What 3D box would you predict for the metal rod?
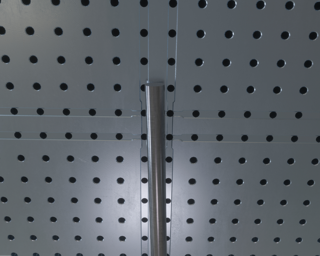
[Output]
[{"bbox_3d":[-0.004,0.085,0.444,0.025,0.025,0.298,-1,110,0],"label":"metal rod"}]
